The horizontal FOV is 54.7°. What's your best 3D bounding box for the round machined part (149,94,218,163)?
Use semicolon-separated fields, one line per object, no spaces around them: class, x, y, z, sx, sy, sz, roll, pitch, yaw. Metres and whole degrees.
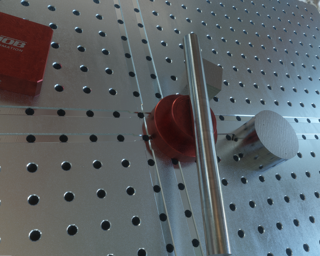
round machined part;0.038;-0.006;0.423;0.099;0.042;0.098;14;56;-21

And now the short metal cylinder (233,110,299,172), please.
short metal cylinder;0.160;0.020;0.469;0.081;0.050;0.080;14;56;-21

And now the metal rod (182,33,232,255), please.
metal rod;0.053;-0.002;0.385;0.025;0.025;0.299;11;57;-23

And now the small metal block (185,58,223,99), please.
small metal block;0.072;-0.082;0.499;0.050;0.025;0.050;23;53;-15

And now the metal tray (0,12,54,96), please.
metal tray;-0.198;-0.094;0.356;0.131;0.030;0.090;12;57;-22
